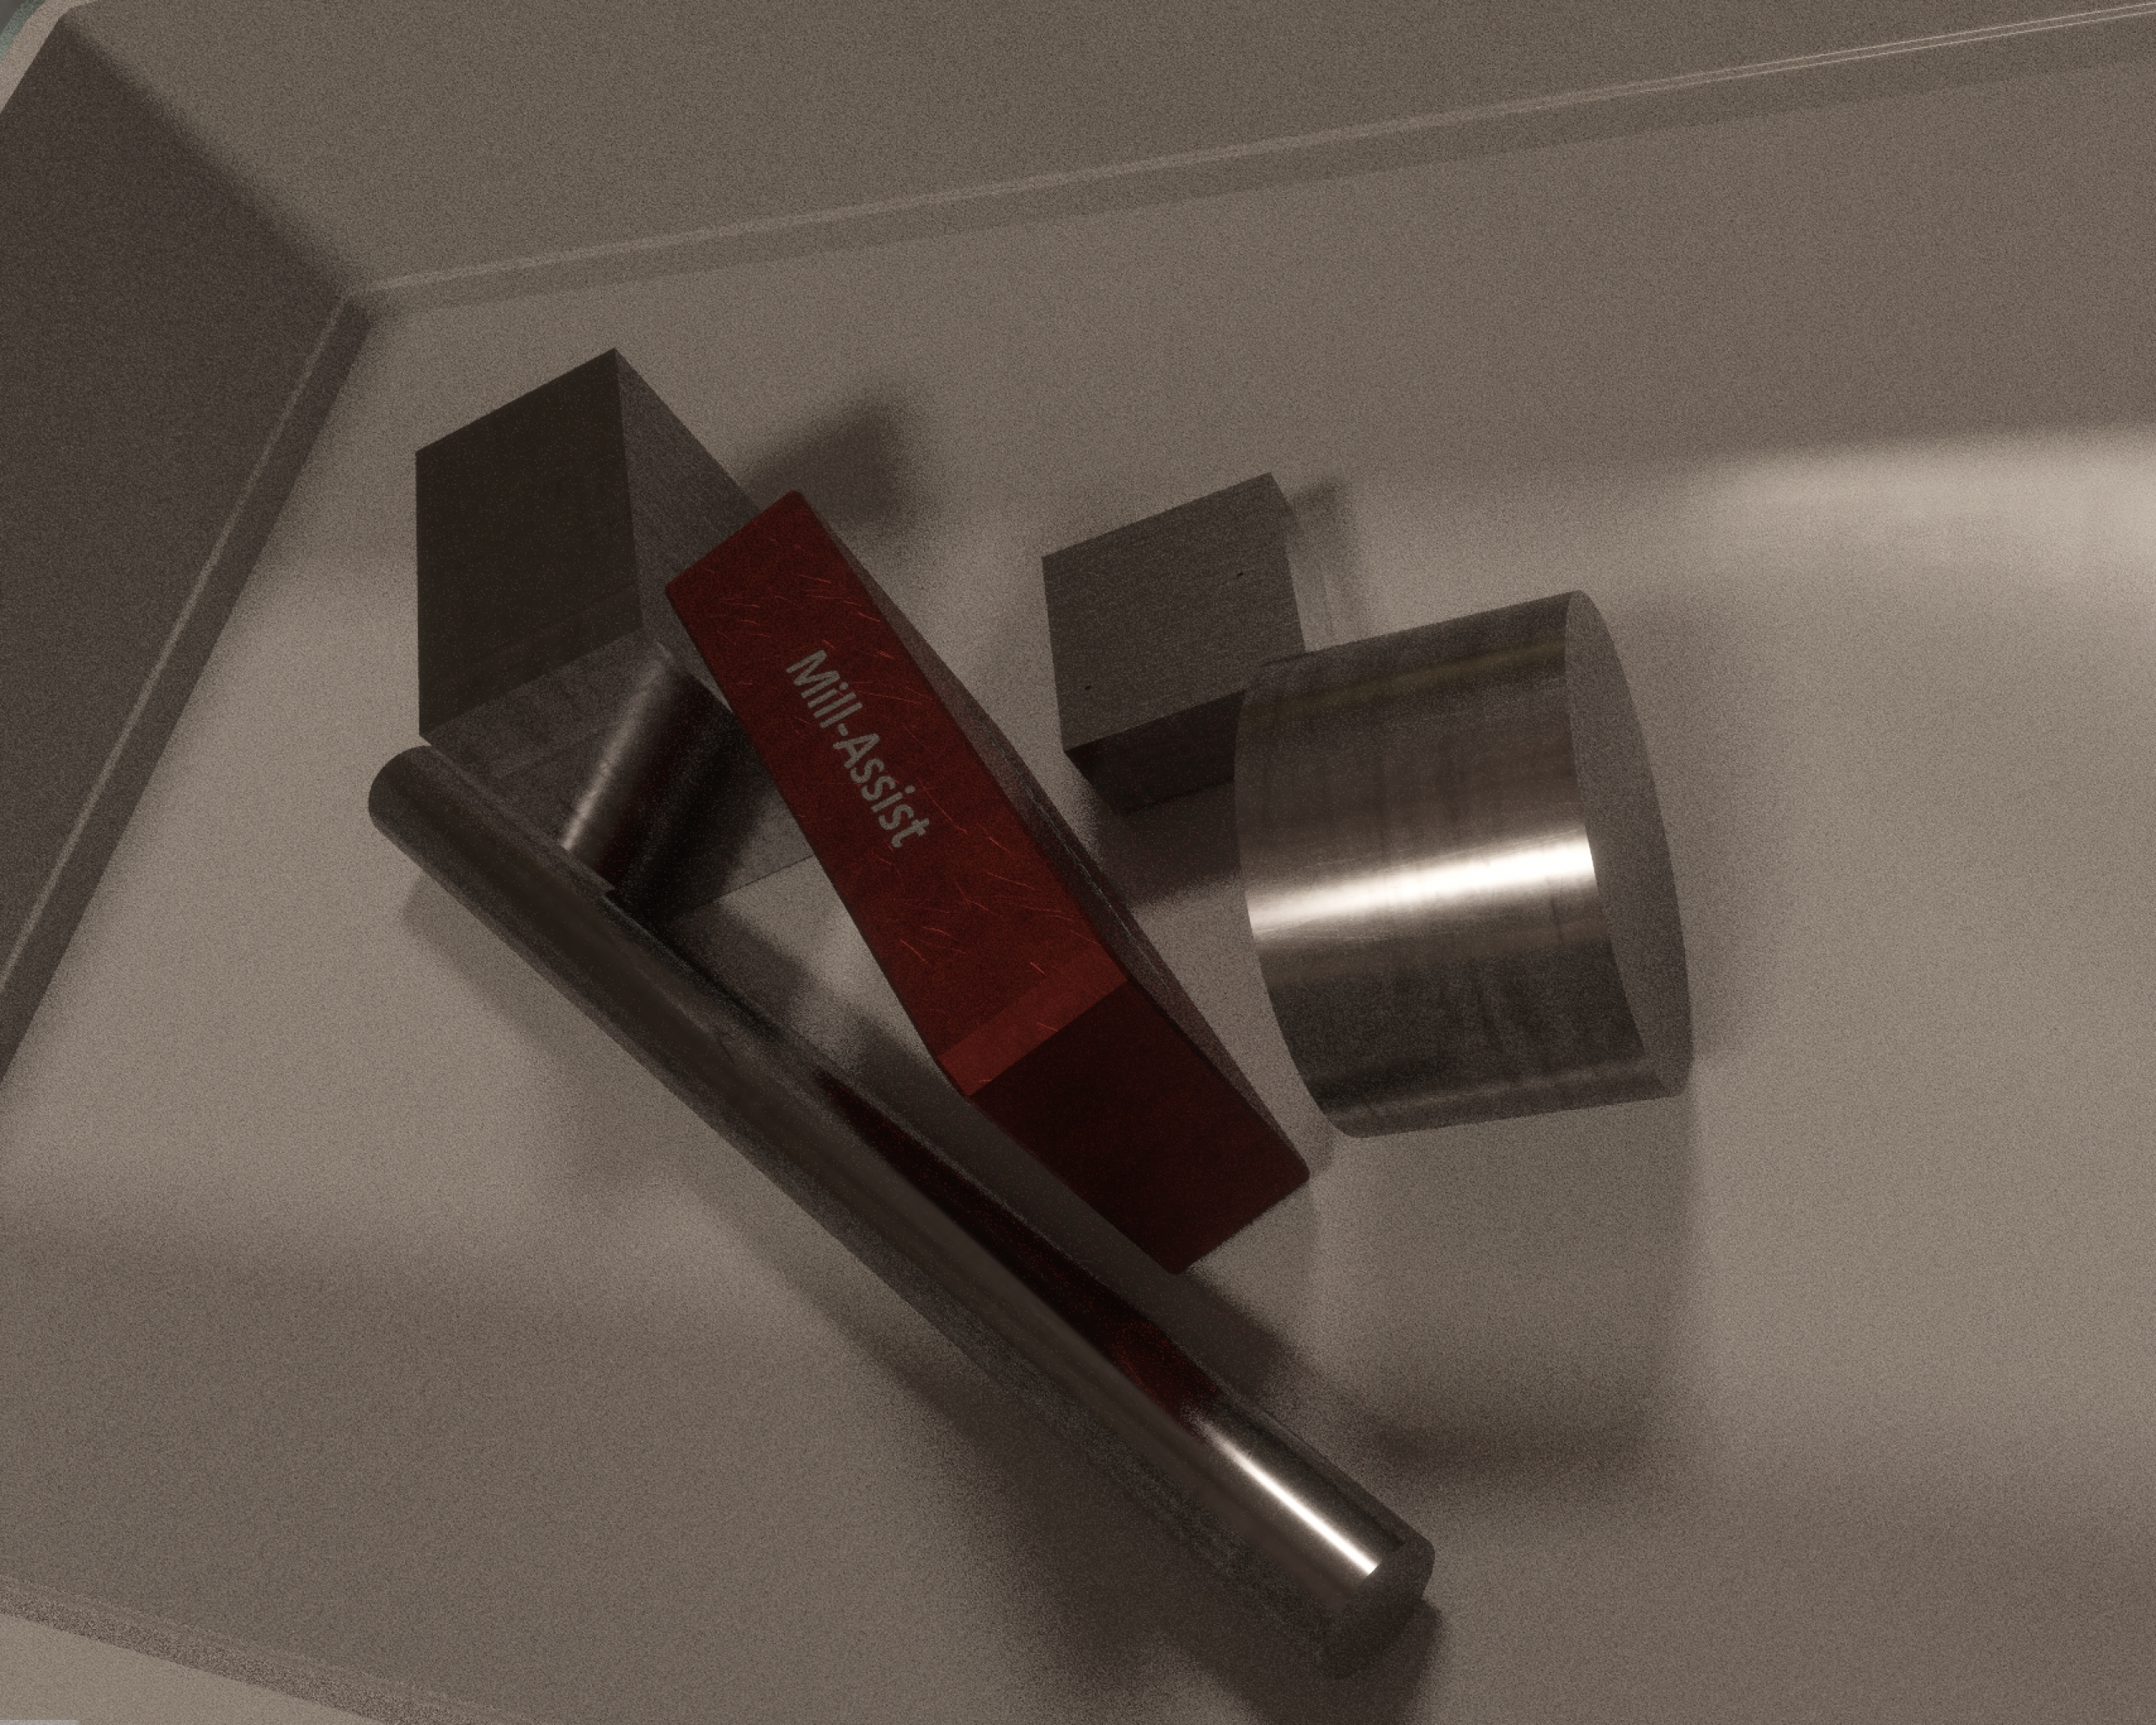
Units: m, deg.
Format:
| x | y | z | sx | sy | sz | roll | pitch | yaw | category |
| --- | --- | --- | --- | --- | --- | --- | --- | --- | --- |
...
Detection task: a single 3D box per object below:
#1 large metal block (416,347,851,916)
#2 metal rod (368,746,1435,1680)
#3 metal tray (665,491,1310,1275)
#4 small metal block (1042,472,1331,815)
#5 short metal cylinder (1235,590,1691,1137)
| x | y | z | sx | sy | sz | roll | pitch | yaw | category |
| --- | --- | --- | --- | --- | --- | --- | --- | --- | --- |
| -0.094 | -0.047 | 0.444 | 0.050 | 0.080 | 0.080 | -24 | 53 | 14 | large metal block |
| -0.055 | 0.048 | 0.402 | 0.300 | 0.025 | 0.025 | 32 | 80 | 37 | metal rod |
| -0.017 | 0.002 | 0.367 | 0.030 | 0.090 | 0.130 | -37 | 51 | 3 | metal tray |
| 0.023 | -0.044 | 0.416 | 0.050 | 0.025 | 0.050 | -18 | 55 | 17 | small metal block |
| 0.063 | 0.001 | 0.334 | 0.050 | 0.080 | 0.080 | -11 | 57 | 23 | short metal cylinder |
